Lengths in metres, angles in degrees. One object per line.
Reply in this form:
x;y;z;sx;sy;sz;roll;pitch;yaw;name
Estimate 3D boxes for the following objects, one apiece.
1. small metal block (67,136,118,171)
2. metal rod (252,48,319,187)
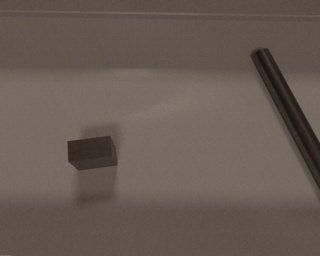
-0.082;0.032;0.384;0.050;0.050;0.025;-7;71;-3;small metal block
0.196;0.025;0.403;0.025;0.025;0.299;-18;71;-7;metal rod
